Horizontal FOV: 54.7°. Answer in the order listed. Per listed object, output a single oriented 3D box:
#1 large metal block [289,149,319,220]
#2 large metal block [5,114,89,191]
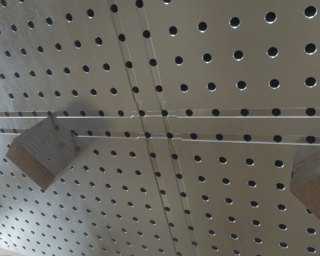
[{"bbox_3d":[0.200,0.062,0.328,0.080,0.050,0.080,44,129,-3],"label":"large metal block"},{"bbox_3d":[-0.176,0.037,0.489,0.080,0.080,0.050,43,129,-2],"label":"large metal block"}]
